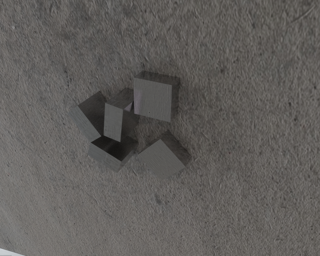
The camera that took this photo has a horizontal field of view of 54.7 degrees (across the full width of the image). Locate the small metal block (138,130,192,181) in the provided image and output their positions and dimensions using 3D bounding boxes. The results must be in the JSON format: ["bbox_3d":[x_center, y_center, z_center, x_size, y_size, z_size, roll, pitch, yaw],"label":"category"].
[{"bbox_3d":[0.007,0.038,0.427,0.050,0.025,0.050,48,129,-6],"label":"small metal block"}]

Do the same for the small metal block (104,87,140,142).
[{"bbox_3d":[-0.048,-0.018,0.405,0.025,0.050,0.050,21,126,16],"label":"small metal block"}]

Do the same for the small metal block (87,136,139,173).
[{"bbox_3d":[-0.066,0.029,0.444,0.050,0.050,0.025,31,128,8],"label":"small metal block"}]

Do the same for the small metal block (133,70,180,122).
[{"bbox_3d":[-0.004,-0.040,0.385,0.050,0.025,0.050,14,124,20],"label":"small metal block"}]

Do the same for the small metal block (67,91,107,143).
[{"bbox_3d":[-0.090,-0.016,0.428,0.025,0.050,0.050,-27,103,37],"label":"small metal block"}]
